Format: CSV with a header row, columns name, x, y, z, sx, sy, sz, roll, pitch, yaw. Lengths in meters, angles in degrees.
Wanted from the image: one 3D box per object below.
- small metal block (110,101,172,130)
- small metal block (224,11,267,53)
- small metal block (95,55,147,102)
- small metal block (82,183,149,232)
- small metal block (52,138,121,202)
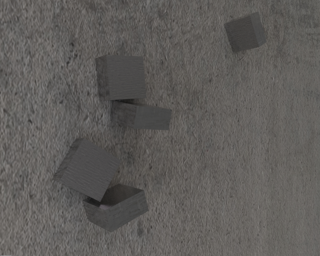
name,x,y,z,sx,sy,sz,roll,pitch,yaw
small metal block,-0.023,-0.015,0.367,0.050,0.050,0.025,3,98,-40
small metal block,0.138,-0.155,0.504,0.025,0.050,0.050,-36,112,-34
small metal block,-0.046,-0.058,0.366,0.050,0.025,0.050,-8,95,-40
small metal block,-0.050,0.087,0.347,0.050,0.050,0.025,-20,104,-38
small metal block,-0.078,0.045,0.336,0.050,0.025,0.050,36,67,-28
